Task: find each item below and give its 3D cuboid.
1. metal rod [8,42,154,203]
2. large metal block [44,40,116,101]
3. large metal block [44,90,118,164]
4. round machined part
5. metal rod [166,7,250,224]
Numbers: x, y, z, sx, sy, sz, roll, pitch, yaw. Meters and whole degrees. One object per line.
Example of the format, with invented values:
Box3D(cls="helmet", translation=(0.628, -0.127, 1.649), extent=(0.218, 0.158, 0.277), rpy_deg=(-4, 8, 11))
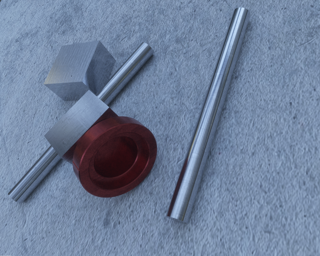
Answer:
Box3D(cls="metal rod", translation=(-0.114, -0.013, 0.469), extent=(0.025, 0.025, 0.300), rpy_deg=(34, 80, 38))
Box3D(cls="large metal block", translation=(-0.130, -0.093, 0.511), extent=(0.080, 0.050, 0.080), rpy_deg=(1, 62, 28))
Box3D(cls="large metal block", translation=(-0.085, 0.011, 0.405), extent=(0.080, 0.080, 0.050), rpy_deg=(-47, 52, -5))
Box3D(cls="round machined part", translation=(-0.056, 0.030, 0.367), extent=(0.098, 0.098, 0.042), rpy_deg=(-47, 44, -5))
Box3D(cls="metal rod", translation=(0.067, -0.032, 0.387), extent=(0.025, 0.025, 0.300), rpy_deg=(7, 65, 31))
